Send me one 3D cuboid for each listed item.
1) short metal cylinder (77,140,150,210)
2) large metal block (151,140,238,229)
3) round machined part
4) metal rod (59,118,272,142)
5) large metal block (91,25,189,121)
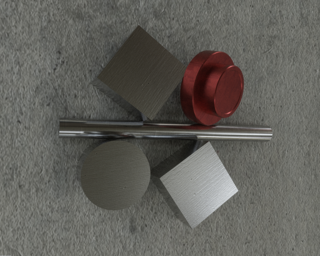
[{"bbox_3d":[-0.058,0.054,0.376,0.081,0.050,0.079,0,90,-21],"label":"short metal cylinder"},{"bbox_3d":[0.043,0.072,0.414,0.080,0.050,0.080,-35,102,-17],"label":"large metal block"},{"bbox_3d":[0.074,-0.050,0.405,0.099,0.042,0.097,-21,119,-42],"label":"round machined part"},{"bbox_3d":[0.022,0.004,0.420,0.303,0.025,0.025,2,90,-21],"label":"metal rod"},{"bbox_3d":[-0.026,-0.064,0.386,0.080,0.050,0.080,38,78,-16],"label":"large metal block"}]
